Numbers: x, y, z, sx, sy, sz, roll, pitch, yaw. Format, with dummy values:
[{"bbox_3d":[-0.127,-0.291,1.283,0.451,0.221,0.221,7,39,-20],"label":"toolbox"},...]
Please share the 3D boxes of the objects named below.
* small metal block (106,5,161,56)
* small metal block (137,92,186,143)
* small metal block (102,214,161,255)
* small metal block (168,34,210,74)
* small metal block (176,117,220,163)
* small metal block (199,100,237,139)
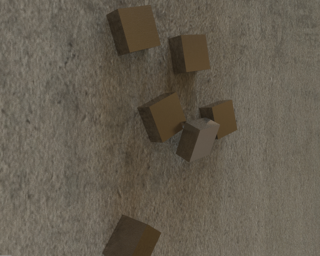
[{"bbox_3d":[-0.031,-0.120,0.380,0.050,0.025,0.050,-25,106,-37],"label":"small metal block"},{"bbox_3d":[0.004,-0.015,0.410,0.050,0.025,0.050,-33,111,-35],"label":"small metal block"},{"bbox_3d":[-0.033,0.135,0.363,0.025,0.050,0.050,42,64,-32],"label":"small metal block"},{"bbox_3d":[0.043,-0.106,0.443,0.050,0.025,0.050,-16,100,-39],"label":"small metal block"},{"bbox_3d":[0.053,0.016,0.435,0.050,0.025,0.050,-13,126,-48],"label":"small metal block"},{"bbox_3d":[0.092,-0.014,0.485,0.050,0.025,0.050,-21,104,-38],"label":"small metal block"}]
